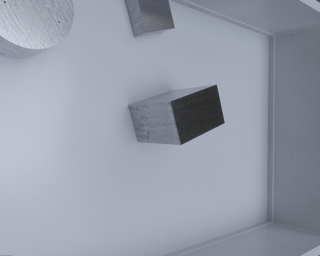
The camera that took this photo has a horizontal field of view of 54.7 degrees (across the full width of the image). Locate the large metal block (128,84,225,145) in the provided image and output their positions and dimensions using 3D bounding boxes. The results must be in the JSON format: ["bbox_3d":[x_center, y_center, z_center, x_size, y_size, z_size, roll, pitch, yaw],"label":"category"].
[{"bbox_3d":[0.020,-0.018,0.390,0.081,0.080,0.050,-23,105,-38],"label":"large metal block"}]

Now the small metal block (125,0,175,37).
[{"bbox_3d":[-0.013,-0.148,0.397,0.050,0.025,0.050,-24,105,-38],"label":"small metal block"}]

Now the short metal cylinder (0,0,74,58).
[{"bbox_3d":[-0.128,-0.108,0.284,0.081,0.050,0.079,0,90,-40],"label":"short metal cylinder"}]
